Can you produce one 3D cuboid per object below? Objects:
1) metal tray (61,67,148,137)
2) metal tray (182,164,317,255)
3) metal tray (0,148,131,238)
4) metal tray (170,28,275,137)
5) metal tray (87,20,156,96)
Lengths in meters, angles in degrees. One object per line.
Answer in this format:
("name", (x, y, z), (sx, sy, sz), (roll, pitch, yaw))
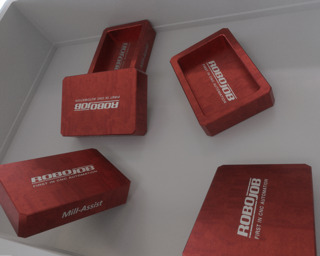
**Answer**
("metal tray", (-0.082, -0.033, 0.445), (0.130, 0.030, 0.089), (-2, 84, 27))
("metal tray", (0.083, 0.078, 0.266), (0.090, 0.030, 0.131), (-4, 24, 26))
("metal tray", (-0.112, 0.067, 0.362), (0.090, 0.131, 0.030), (34, 121, 39))
("metal tray", (0.075, -0.063, 0.401), (0.090, 0.030, 0.130), (-28, 52, 10))
("metal tray", (-0.064, -0.112, 0.505), (0.090, 0.030, 0.130), (-1, 61, 27))
